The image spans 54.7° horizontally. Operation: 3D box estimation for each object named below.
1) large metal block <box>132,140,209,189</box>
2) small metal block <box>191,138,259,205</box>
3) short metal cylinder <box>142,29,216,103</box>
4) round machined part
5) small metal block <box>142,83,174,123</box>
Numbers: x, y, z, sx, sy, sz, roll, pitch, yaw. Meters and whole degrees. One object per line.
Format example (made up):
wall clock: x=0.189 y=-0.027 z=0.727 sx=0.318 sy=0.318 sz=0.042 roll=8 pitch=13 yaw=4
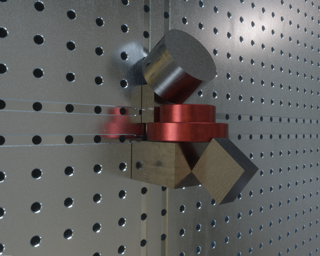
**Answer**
large metal block: x=0.021 y=0.042 z=0.392 sx=0.081 sy=0.080 sz=0.050 roll=1 pitch=90 yaw=-40
small metal block: x=0.068 y=0.046 z=0.334 sx=0.025 sy=0.050 sz=0.050 roll=2 pitch=127 yaw=-41
short metal cylinder: x=0.024 y=-0.077 z=0.393 sx=0.080 sy=0.050 sz=0.080 roll=23 pitch=47 yaw=-27
round machined part: x=0.034 y=-0.006 z=0.378 sx=0.099 sy=0.098 sz=0.042 roll=1 pitch=90 yaw=-40
small metal block: x=0.004 y=-0.031 z=0.413 sx=0.050 sy=0.025 sz=0.050 roll=1 pitch=90 yaw=-40
